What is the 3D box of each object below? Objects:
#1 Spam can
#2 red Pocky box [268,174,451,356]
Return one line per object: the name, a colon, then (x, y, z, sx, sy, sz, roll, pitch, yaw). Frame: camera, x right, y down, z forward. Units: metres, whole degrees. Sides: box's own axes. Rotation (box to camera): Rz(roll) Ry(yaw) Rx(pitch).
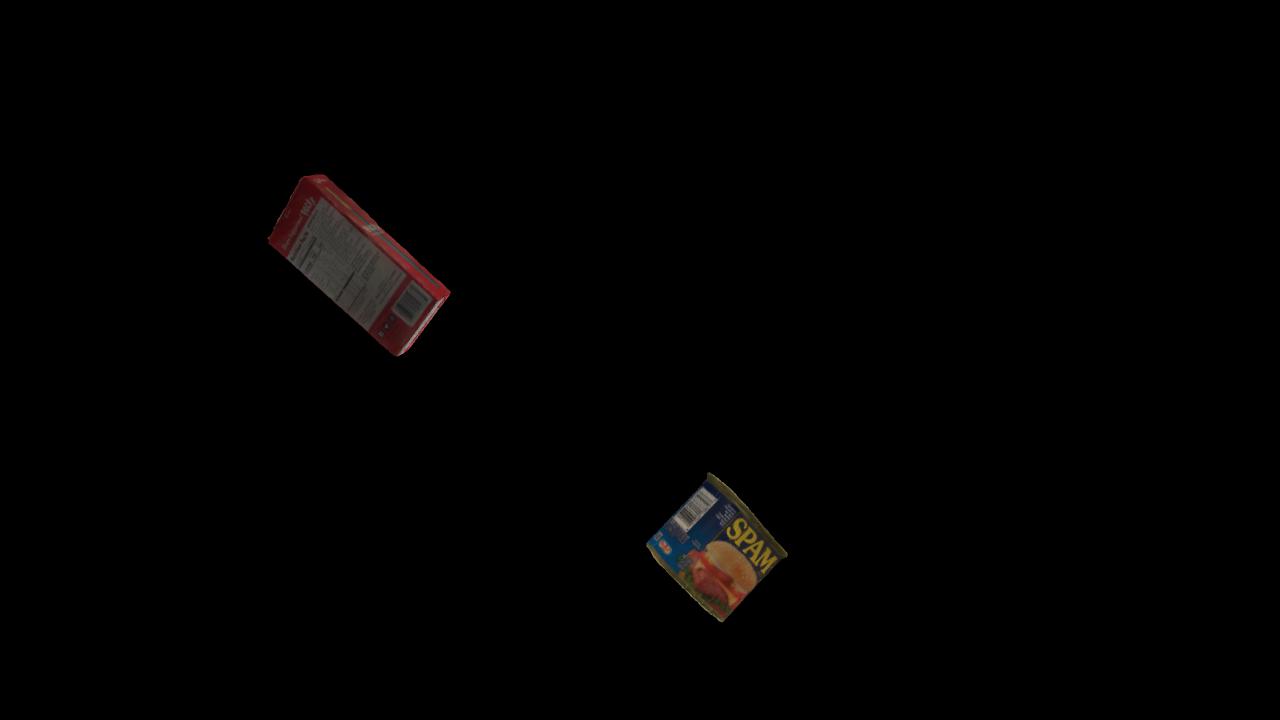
Spam can: (0.066, 0.165, 0.537, 0.085, 0.101, 0.058, -44, 27, -8)
red Pocky box: (-0.252, -0.084, 0.554, 0.083, 0.155, 0.028, -44, 6, 27)
